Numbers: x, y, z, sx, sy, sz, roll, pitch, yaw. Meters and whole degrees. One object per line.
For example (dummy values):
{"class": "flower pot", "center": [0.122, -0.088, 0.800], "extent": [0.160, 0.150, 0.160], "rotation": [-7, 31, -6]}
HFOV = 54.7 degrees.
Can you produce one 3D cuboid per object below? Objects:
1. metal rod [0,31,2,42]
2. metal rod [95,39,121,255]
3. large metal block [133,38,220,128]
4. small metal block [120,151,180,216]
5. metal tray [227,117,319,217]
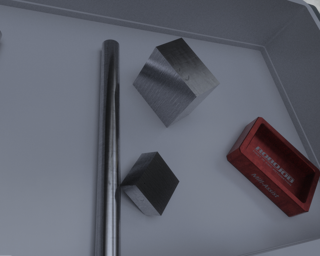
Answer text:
{"class": "metal rod", "center": [-0.202, 0.014, 0.288], "extent": [0.025, 0.025, 0.299], "rotation": [14, 56, -21]}
{"class": "metal rod", "center": [-0.060, 0.013, 0.366], "extent": [0.025, 0.025, 0.299], "rotation": [10, 57, -24]}
{"class": "large metal block", "center": [0.019, -0.060, 0.419], "extent": [0.050, 0.080, 0.080], "rotation": [-31, 80, -38]}
{"class": "small metal block", "center": [-0.010, 0.063, 0.350], "extent": [0.050, 0.025, 0.050], "rotation": [55, 46, -24]}
{"class": "metal tray", "center": [0.172, 0.056, 0.463], "extent": [0.130, 0.030, 0.090], "rotation": [43, 51, 1]}
